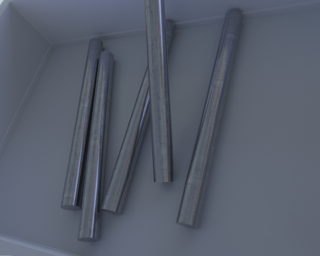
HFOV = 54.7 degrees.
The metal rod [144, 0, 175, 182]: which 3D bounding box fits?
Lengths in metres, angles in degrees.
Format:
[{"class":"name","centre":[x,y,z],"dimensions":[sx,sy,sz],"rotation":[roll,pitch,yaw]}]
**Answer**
[{"class":"metal rod","centre":[-0.003,-0.085,0.380],"dimensions":[0.025,0.025,0.298],"rotation":[-6,84,25]}]

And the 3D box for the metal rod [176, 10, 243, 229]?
[{"class":"metal rod","centre":[0.068,-0.029,0.386],"dimensions":[0.025,0.025,0.300],"rotation":[3,63,29]}]

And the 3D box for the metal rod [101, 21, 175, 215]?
[{"class":"metal rod","centre":[-0.023,-0.030,0.434],"dimensions":[0.025,0.025,0.300],"rotation":[1,62,28]}]

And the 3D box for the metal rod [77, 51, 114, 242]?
[{"class":"metal rod","centre":[-0.088,0.005,0.446],"dimensions":[0.025,0.025,0.299],"rotation":[-14,56,20]}]

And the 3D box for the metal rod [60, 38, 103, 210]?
[{"class":"metal rod","centre":[-0.115,-0.025,0.478],"dimensions":[0.025,0.025,0.299],"rotation":[-13,56,21]}]
